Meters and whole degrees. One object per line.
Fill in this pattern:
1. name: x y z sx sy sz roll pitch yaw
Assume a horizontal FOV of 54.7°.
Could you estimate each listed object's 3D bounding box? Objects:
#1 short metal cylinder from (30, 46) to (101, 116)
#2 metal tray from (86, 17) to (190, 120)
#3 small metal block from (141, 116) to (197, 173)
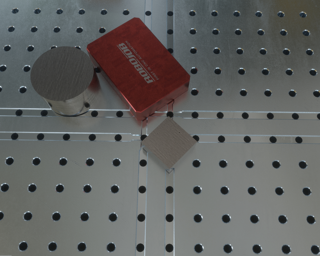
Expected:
1. short metal cylinder: -0.125 -0.063 0.420 0.081 0.050 0.080 0 70 0
2. metal tray: -0.031 -0.086 0.440 0.090 0.030 0.130 -35 74 -12
3. small metal block: 0.012 0.022 0.404 0.050 0.025 0.050 43 75 14
